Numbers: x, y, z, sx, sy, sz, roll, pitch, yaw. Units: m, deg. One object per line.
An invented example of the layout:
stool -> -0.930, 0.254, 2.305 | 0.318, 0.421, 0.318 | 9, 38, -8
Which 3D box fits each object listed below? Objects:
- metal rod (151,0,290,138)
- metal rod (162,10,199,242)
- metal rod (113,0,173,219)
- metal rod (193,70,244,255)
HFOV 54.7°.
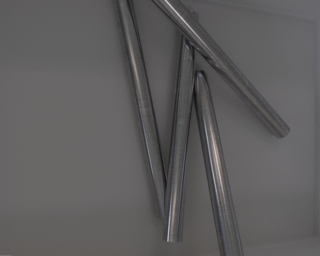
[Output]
metal rod -> 0.087, -0.083, 0.419 | 0.300, 0.025, 0.025 | 41, 77, -24
metal rod -> 0.028, -0.008, 0.405 | 0.025, 0.025, 0.298 | 8, 82, -20
metal rod -> -0.021, -0.030, 0.402 | 0.025, 0.025, 0.298 | -13, 94, -20
metal rod -> 0.069, 0.062, 0.369 | 0.025, 0.025, 0.299 | 3, 63, -20
